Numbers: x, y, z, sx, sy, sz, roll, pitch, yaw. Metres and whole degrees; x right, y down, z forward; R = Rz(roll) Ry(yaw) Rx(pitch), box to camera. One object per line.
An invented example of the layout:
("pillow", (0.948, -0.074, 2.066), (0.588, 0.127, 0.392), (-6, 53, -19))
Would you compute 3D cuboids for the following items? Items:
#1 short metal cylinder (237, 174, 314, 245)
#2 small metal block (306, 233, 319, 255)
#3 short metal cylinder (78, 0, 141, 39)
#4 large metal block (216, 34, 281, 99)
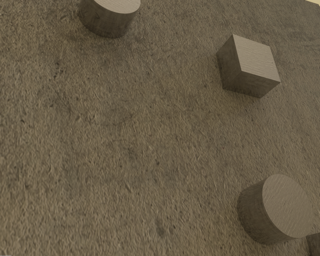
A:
("short metal cylinder", (0.149, 0.106, 0.403), (0.081, 0.050, 0.080), (14, 56, -21))
("small metal block", (0.234, 0.174, 0.424), (0.050, 0.025, 0.050), (15, 56, -20))
("short metal cylinder", (-0.076, -0.180, 0.457), (0.081, 0.050, 0.080), (14, 56, -21))
("large metal block", (0.150, -0.105, 0.532), (0.081, 0.050, 0.080), (10, 57, -23))
